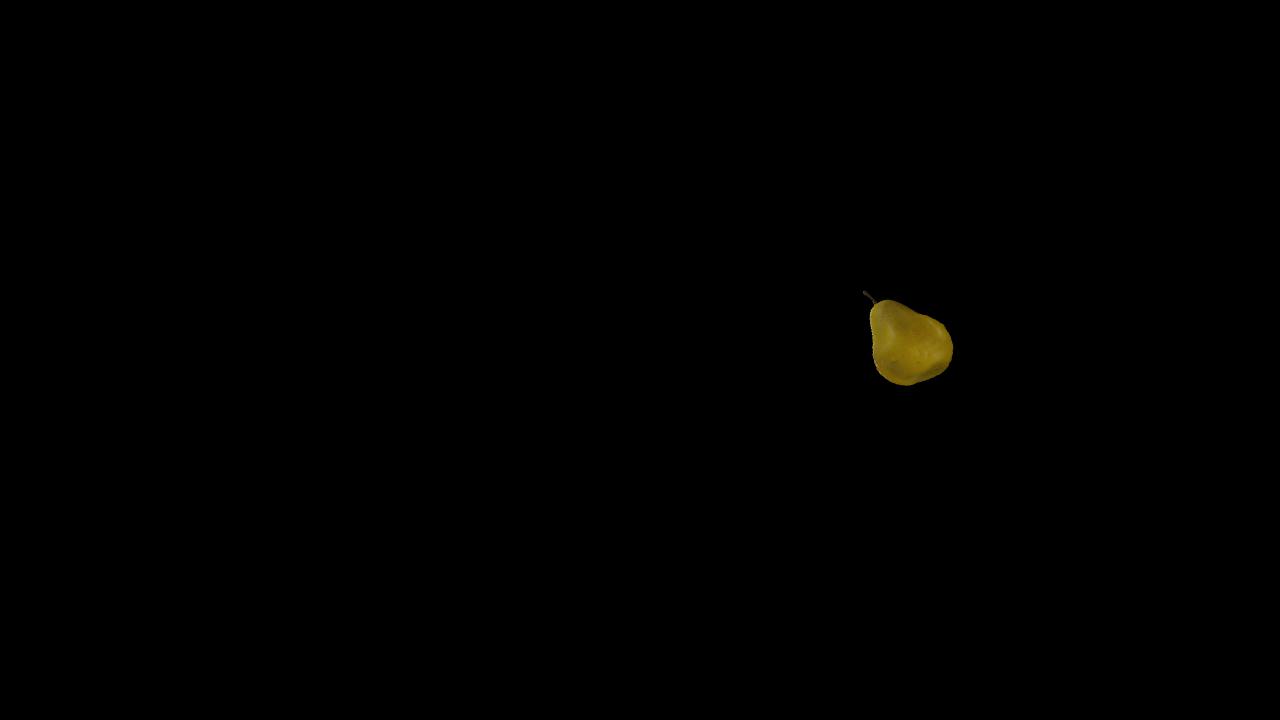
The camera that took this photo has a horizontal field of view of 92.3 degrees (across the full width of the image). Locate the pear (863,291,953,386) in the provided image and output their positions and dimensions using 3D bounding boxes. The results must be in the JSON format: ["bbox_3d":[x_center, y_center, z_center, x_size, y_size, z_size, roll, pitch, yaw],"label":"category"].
[{"bbox_3d":[0.280,-0.030,0.659,0.080,0.111,0.080,-17,-22,-7],"label":"pear"}]
